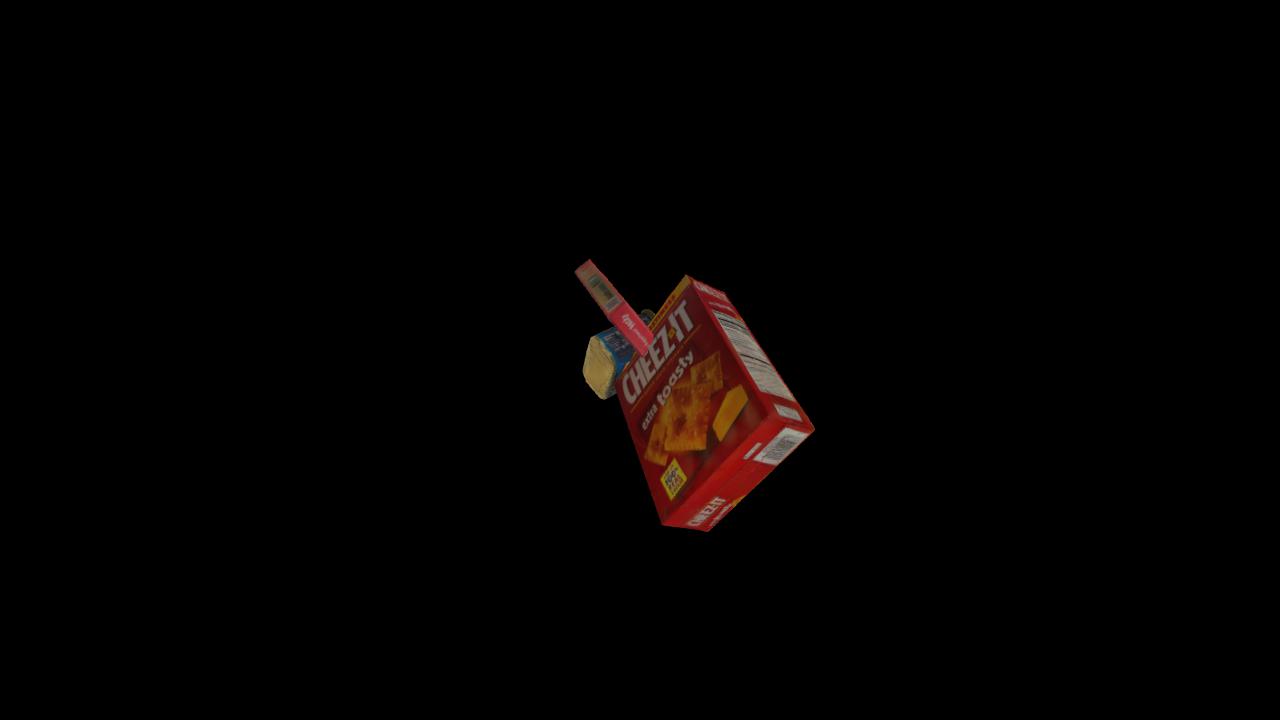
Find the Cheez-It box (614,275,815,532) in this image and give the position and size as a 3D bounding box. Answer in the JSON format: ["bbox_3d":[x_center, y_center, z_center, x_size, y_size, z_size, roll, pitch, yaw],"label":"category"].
[{"bbox_3d":[0.061,0.041,0.651,0.071,0.166,0.223,19,32,-34],"label":"Cheez-It box"}]

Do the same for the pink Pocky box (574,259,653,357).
[{"bbox_3d":[-0.027,-0.061,0.742,0.084,0.029,0.155,49,3,-33],"label":"pink Pocky box"}]

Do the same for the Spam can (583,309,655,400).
[{"bbox_3d":[-0.019,-0.004,0.762,0.085,0.058,0.101,-28,-23,-27],"label":"Spam can"}]
